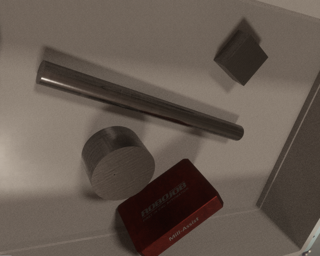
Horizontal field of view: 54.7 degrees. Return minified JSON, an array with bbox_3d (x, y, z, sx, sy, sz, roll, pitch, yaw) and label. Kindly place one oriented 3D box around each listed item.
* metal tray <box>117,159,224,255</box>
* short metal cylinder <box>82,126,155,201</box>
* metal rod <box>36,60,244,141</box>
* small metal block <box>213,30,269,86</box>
[{"bbox_3d":[0.012,0.112,0.444,0.130,0.090,0.030,-35,129,-6],"label":"metal tray"},{"bbox_3d":[-0.053,0.044,0.392,0.081,0.050,0.079,-14,125,-21],"label":"short metal cylinder"},{"bbox_3d":[0.001,-0.024,0.395,0.302,0.025,0.025,15,111,-35],"label":"metal rod"},{"bbox_3d":[0.108,-0.092,0.413,0.050,0.025,0.050,33,100,-39],"label":"small metal block"}]
